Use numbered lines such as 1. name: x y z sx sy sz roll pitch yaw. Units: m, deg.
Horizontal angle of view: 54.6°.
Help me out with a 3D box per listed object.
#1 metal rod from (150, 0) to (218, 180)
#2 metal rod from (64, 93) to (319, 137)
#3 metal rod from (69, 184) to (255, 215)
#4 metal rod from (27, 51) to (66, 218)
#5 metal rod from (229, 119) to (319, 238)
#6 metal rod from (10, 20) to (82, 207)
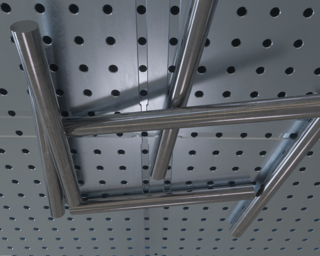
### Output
1. metal rod: 0.024 -0.042 0.375 0.025 0.025 0.298 8 130 -7
2. metal rod: 0.023 -0.012 0.365 0.301 0.025 0.025 -5 131 18
3. metal rod: 0.000 0.118 0.511 0.301 0.025 0.025 -6 130 5
4. metal rod: -0.157 0.031 0.436 0.025 0.025 0.298 5 130 -5
5. metal rod: 0.178 0.082 0.482 0.025 0.025 0.298 11 129 -10
6. metal rod: -0.132 0.010 0.394 0.025 0.025 0.298 2 135 -2
